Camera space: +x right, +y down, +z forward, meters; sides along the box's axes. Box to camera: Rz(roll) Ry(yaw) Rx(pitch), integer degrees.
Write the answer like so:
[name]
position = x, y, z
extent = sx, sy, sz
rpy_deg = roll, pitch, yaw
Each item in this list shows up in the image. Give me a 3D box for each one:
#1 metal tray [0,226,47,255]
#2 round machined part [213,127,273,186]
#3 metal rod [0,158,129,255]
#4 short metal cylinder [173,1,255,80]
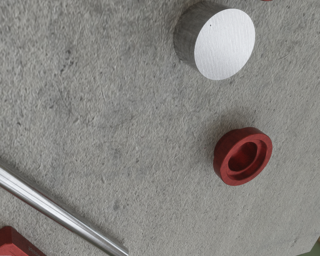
[metal tray]
position = -0.204, 0.198, 0.415
extent = 0.090, 0.030, 0.130
rpy_deg = -31, 129, -9
[round machined part]
position = 0.126, 0.040, 0.492
extent = 0.099, 0.042, 0.097
rpy_deg = -14, 125, -21
[metal rod]
position = -0.130, 0.112, 0.406
extent = 0.025, 0.025, 0.300
rpy_deg = -39, 130, -3
[short metal cylinder]
position = 0.063, -0.103, 0.363
extent = 0.081, 0.050, 0.079
rpy_deg = -14, 125, -21
